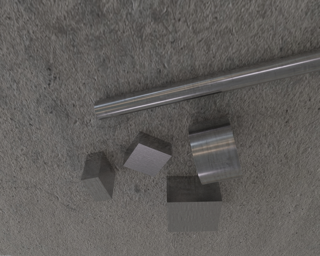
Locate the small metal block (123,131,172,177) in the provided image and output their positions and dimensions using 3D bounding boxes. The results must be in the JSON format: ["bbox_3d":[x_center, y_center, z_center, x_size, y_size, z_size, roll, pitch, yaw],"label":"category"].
[{"bbox_3d":[-0.018,0.038,0.439,0.050,0.025,0.050,23,127,-18],"label":"small metal block"}]

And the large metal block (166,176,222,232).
[{"bbox_3d":[0.052,0.122,0.495,0.080,0.050,0.079,-1,130,1],"label":"large metal block"}]

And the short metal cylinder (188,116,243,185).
[{"bbox_3d":[0.071,0.029,0.396,0.050,0.080,0.080,-14,129,11],"label":"short metal cylinder"}]

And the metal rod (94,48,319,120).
[{"bbox_3d":[0.068,-0.053,0.362,0.301,0.025,0.025,-12,129,10],"label":"metal rod"}]

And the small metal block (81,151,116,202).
[{"bbox_3d":[-0.088,0.070,0.450,0.025,0.050,0.050,-12,129,10],"label":"small metal block"}]
